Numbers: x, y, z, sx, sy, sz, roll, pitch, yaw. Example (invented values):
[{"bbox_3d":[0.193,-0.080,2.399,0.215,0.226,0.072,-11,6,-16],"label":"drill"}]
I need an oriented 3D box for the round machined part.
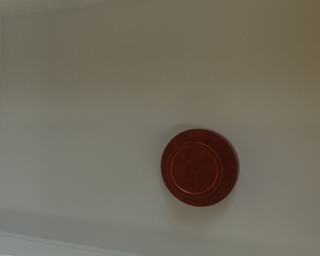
[{"bbox_3d":[0.047,0.050,0.385,0.098,0.042,0.097,0,90,20],"label":"round machined part"}]
